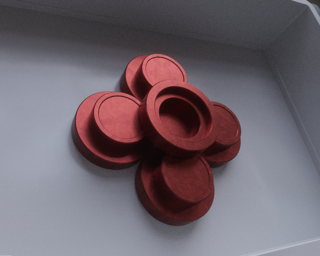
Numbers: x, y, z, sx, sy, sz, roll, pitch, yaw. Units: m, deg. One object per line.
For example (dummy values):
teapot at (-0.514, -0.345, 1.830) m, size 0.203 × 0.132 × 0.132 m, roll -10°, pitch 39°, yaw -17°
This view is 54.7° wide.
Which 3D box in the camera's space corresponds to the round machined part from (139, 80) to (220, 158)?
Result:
round machined part at (0.020, -0.008, 0.381) m, size 0.099 × 0.042 × 0.098 m, roll 14°, pitch 56°, yaw -21°

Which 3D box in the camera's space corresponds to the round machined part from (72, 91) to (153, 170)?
round machined part at (-0.050, -0.003, 0.366) m, size 0.099 × 0.042 × 0.098 m, roll 14°, pitch 56°, yaw -21°

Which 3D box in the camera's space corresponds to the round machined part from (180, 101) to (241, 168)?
round machined part at (0.072, 0.002, 0.429) m, size 0.099 × 0.042 × 0.098 m, roll 14°, pitch 56°, yaw -21°

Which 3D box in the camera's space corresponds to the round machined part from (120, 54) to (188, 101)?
round machined part at (-0.001, -0.063, 0.428) m, size 0.099 × 0.042 × 0.098 m, roll 14°, pitch 56°, yaw -21°

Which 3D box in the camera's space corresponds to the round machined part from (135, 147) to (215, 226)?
round machined part at (0.024, 0.061, 0.367) m, size 0.099 × 0.042 × 0.098 m, roll 15°, pitch 54°, yaw -21°
